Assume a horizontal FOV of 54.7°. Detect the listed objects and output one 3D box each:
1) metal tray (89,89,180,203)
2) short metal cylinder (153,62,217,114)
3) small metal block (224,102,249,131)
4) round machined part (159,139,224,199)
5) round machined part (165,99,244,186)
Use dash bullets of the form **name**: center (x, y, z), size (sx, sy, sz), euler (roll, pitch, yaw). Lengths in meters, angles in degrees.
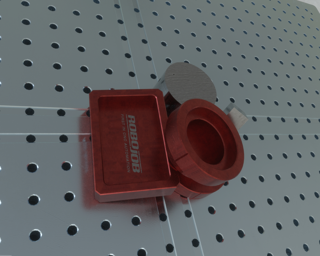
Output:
- **metal tray**: center (-0.034, 0.016, 0.364), size (0.091, 0.030, 0.130), euler (-3, 62, -14)
- **short metal cylinder**: center (0.032, -0.046, 0.439), size (0.081, 0.050, 0.080), euler (14, 56, -21)
- **small metal block**: center (0.095, -0.007, 0.437), size (0.025, 0.050, 0.050), euler (40, 16, -2)
- **round machined part**: center (0.048, 0.038, 0.401), size (0.099, 0.042, 0.098), euler (14, 56, -21)
- **round machined part**: center (0.045, 0.019, 0.350), size (0.099, 0.042, 0.098), euler (21, 52, -29)
